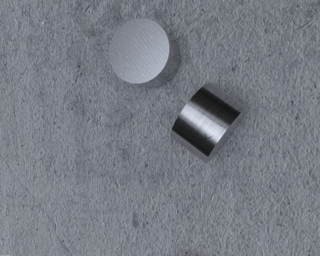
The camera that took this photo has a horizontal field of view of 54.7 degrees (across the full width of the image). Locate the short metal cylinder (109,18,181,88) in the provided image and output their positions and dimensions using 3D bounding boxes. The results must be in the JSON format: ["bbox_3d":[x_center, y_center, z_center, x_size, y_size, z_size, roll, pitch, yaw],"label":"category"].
[{"bbox_3d":[-0.018,-0.094,0.402,0.080,0.050,0.080,0,90,20],"label":"short metal cylinder"}]

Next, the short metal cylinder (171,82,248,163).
[{"bbox_3d":[0.057,-0.006,0.359,0.050,0.080,0.080,37,102,16],"label":"short metal cylinder"}]
